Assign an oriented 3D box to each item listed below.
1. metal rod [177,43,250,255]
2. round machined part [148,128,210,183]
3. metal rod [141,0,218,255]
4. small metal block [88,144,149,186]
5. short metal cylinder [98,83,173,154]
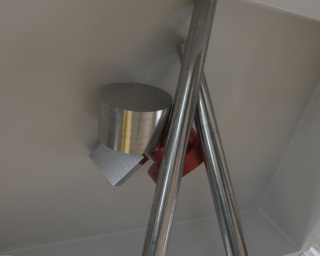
[{"bbox_3d":[0.065,0.046,0.352,0.025,0.025,0.298,-9,82,-24],"label":"metal rod"},{"bbox_3d":[0.023,0.029,0.406,0.098,0.098,0.042,-36,95,-4],"label":"round machined part"},{"bbox_3d":[0.022,-0.001,0.336,0.025,0.025,0.298,16,84,-35],"label":"metal rod"},{"bbox_3d":[-0.051,0.037,0.385,0.050,0.050,0.025,-44,164,2],"label":"small metal block"},{"bbox_3d":[-0.029,-0.014,0.350,0.081,0.080,0.050,-6,121,-26],"label":"short metal cylinder"}]
